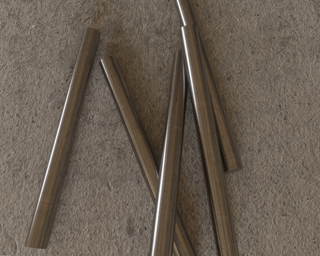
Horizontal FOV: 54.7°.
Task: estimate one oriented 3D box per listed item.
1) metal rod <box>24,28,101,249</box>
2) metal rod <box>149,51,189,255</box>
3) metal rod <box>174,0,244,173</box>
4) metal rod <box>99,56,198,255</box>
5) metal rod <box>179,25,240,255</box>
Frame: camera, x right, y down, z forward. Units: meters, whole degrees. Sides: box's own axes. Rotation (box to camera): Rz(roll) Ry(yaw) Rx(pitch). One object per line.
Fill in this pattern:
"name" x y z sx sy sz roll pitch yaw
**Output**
"metal rod" -0.121 -0.002 0.407 0.025 0.025 0.299 8 70 3
"metal rod" 0.014 0.029 0.377 0.025 0.025 0.299 6 63 2
"metal rod" 0.061 -0.084 0.438 0.025 0.025 0.299 -11 70 -4
"metal rod" -0.018 0.035 0.394 0.025 0.025 0.299 -21 71 -7
"metal rod" 0.059 0.007 0.391 0.025 0.025 0.299 -7 75 -3
